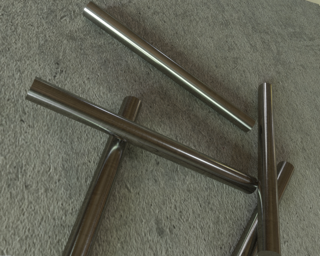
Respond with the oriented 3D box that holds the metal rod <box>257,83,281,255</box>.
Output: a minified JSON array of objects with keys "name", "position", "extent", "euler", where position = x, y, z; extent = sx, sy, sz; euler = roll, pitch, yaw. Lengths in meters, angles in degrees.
[{"name":"metal rod","position":[0.154,0.036,0.445],"extent":[0.025,0.025,0.300],"euler":[28,46,-11]}]

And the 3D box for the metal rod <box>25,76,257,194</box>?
[{"name":"metal rod","position":[-0.002,0.019,0.364],"extent":[0.302,0.025,0.025],"euler":[25,52,-23]}]

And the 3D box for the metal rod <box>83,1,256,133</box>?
[{"name":"metal rod","position":[0.017,-0.089,0.466],"extent":[0.301,0.025,0.025],"euler":[35,51,-5]}]

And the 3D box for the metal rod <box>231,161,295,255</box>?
[{"name":"metal rod","position":[0.107,0.142,0.374],"extent":[0.025,0.025,0.302],"euler":[44,51,2]}]

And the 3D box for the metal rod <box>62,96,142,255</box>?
[{"name":"metal rod","position":[-0.068,0.083,0.315],"extent":[0.025,0.025,0.300],"euler":[25,53,-13]}]
